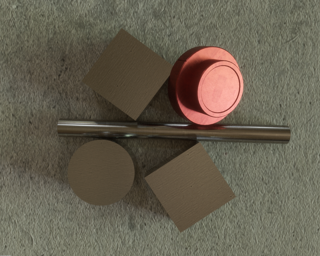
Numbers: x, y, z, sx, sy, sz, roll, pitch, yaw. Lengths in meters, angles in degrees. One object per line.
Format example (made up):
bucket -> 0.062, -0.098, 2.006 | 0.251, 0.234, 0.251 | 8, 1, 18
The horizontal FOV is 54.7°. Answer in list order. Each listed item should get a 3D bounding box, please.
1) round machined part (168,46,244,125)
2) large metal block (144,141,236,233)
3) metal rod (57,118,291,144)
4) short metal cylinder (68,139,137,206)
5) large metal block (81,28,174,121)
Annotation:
round machined part -> 0.062, -0.050, 0.380 | 0.099, 0.042, 0.097 | -8, 108, -26
large metal block -> 0.037, 0.072, 0.399 | 0.080, 0.050, 0.080 | -33, 90, 0
metal rod -> 0.019, 0.004, 0.412 | 0.302, 0.025, 0.025 | 2, 90, -1
short metal cylinder -> -0.071, 0.054, 0.398 | 0.081, 0.050, 0.079 | 0, 90, -1
large metal block -> -0.038, -0.065, 0.396 | 0.080, 0.050, 0.080 | 37, 90, -1
